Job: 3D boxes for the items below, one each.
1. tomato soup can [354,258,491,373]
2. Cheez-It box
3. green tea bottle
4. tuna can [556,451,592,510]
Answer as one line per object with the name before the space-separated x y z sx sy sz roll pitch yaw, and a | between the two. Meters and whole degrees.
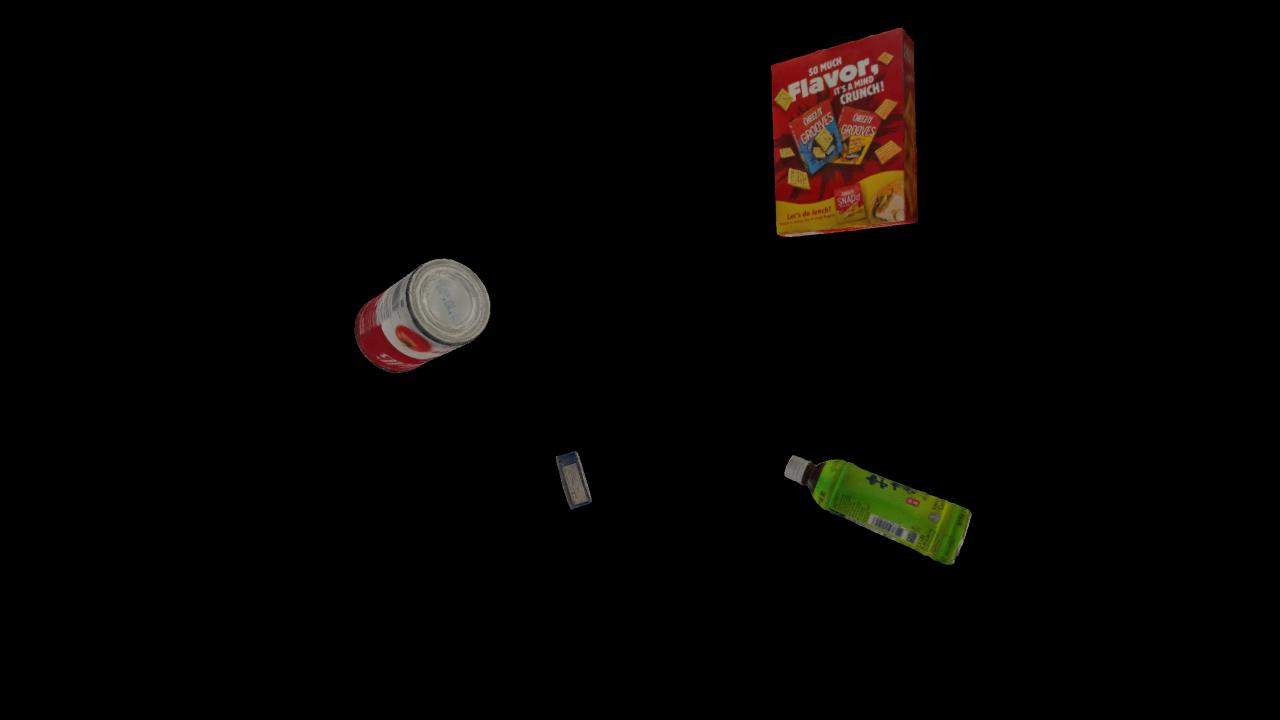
tomato soup can | -0.171 -0.033 0.482 0.068 0.068 0.101 0 -13 -45
Cheez-It box | 0.258 -0.277 0.783 0.166 0.223 0.071 0 9 36
green tea bottle | 0.280 0.171 0.748 0.212 0.073 0.073 21 9 25
tuna can | -0.100 0.182 0.936 0.034 0.084 0.084 -17 2 -6
